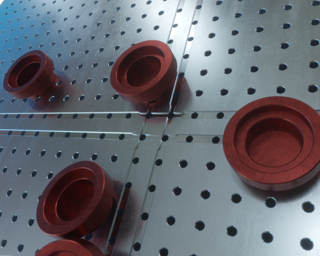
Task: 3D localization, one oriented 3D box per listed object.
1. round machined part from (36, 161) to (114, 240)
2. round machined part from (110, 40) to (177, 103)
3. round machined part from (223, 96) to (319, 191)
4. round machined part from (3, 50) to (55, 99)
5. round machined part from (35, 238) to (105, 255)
[{"bbox_3d":[-0.099,0.093,0.384,0.098,0.042,0.098,-18,45,19],"label":"round machined part"},{"bbox_3d":[-0.020,-0.077,0.454,0.098,0.042,0.098,-13,56,20],"label":"round machined part"},{"bbox_3d":[0.119,0.019,0.323,0.098,0.042,0.098,-13,56,20],"label":"round machined part"},{"bbox_3d":[-0.237,-0.094,0.576,0.098,0.042,0.098,-13,56,20],"label":"round machined part"},{"bbox_3d":[-0.092,0.168,0.330,0.098,0.042,0.098,-5,75,20],"label":"round machined part"}]
